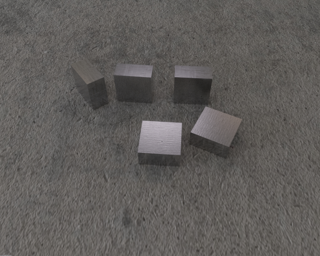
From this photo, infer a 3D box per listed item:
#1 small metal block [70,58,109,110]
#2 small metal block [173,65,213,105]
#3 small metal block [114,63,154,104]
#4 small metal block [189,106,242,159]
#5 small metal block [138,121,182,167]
[{"bbox_3d":[-0.099,-0.062,0.438,0.025,0.050,0.050,-29,56,-22],"label":"small metal block"},{"bbox_3d":[0.045,-0.060,0.437,0.050,0.050,0.025,3,50,2],"label":"small metal block"},{"bbox_3d":[-0.036,-0.063,0.439,0.050,0.050,0.025,4,50,3],"label":"small metal block"},{"bbox_3d":[0.072,0.005,0.399,0.050,0.025,0.050,22,53,17],"label":"small metal block"},{"bbox_3d":[0.001,0.019,0.387,0.050,0.025,0.050,3,50,3],"label":"small metal block"}]
